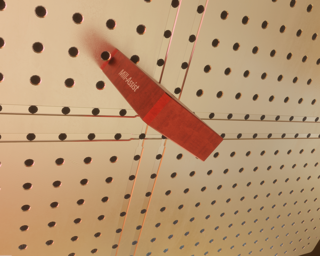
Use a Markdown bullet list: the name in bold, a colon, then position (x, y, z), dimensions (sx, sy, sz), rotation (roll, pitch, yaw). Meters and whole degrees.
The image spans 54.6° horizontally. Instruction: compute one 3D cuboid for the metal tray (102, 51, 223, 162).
- **metal tray**: position (-0.001, -0.027, 0.326), dimensions (0.090, 0.130, 0.030), rotation (34, 99, -39)
